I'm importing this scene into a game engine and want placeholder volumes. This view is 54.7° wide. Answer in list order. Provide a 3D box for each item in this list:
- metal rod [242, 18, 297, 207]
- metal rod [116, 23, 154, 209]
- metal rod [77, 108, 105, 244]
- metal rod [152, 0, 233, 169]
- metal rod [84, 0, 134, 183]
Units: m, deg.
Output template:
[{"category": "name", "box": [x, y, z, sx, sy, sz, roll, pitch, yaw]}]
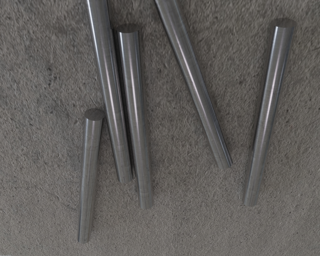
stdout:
[{"category": "metal rod", "box": [0.137, 0.006, 0.413, 0.025, 0.025, 0.298, -3, 130, 2]}, {"category": "metal rod", "box": [-0.028, 0.011, 0.415, 0.025, 0.025, 0.298, -2, 130, 1]}, {"category": "metal rod", "box": [-0.113, 0.094, 0.485, 0.025, 0.025, 0.298, 9, 130, -8]}, {"category": "metal rod", "box": [0.040, -0.056, 0.359, 0.025, 0.025, 0.299, -16, 129, 13]}, {"category": "metal rod", "box": [-0.057, -0.040, 0.372, 0.025, 0.025, 0.298, -2, 130, 1]}]
